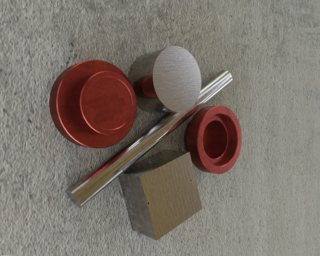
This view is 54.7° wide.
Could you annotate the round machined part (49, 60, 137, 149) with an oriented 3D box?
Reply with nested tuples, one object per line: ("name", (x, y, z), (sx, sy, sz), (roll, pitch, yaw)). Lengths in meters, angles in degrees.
("round machined part", (-0.065, -0.026, 0.340), (0.099, 0.042, 0.097), (0, 90, -40))

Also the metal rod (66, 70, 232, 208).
("metal rod", (0.006, -0.003, 0.413), (0.302, 0.025, 0.025), (-39, 114, -33))

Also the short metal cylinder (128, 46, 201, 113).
("short metal cylinder", (0.007, -0.059, 0.395), (0.081, 0.050, 0.079), (0, 90, -40))

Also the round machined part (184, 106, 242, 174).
("round machined part", (0.074, 0.017, 0.457), (0.099, 0.042, 0.097), (0, 90, -40))

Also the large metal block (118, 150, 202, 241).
("large metal block", (0.001, 0.079, 0.392), (0.081, 0.050, 0.080), (-22, 104, -38))
